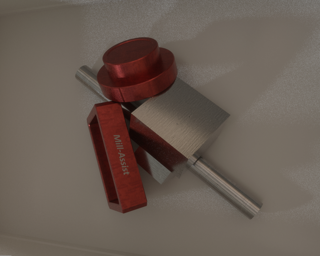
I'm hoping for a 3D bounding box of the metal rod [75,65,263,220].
[{"bbox_3d":[0.001,0.010,0.408,0.300,0.025,0.025,38,102,15],"label":"metal rod"}]

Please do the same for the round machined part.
[{"bbox_3d":[-0.031,-0.077,0.378,0.098,0.098,0.042,-2,130,19],"label":"round machined part"}]

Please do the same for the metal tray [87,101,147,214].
[{"bbox_3d":[-0.059,0.038,0.396,0.030,0.090,0.129,-13,84,-22],"label":"metal tray"}]

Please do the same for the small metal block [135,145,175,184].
[{"bbox_3d":[-0.002,0.042,0.395,0.050,0.050,0.025,40,103,15],"label":"small metal block"}]

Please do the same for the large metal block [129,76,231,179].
[{"bbox_3d":[0.021,-0.002,0.366,0.080,0.050,0.080,39,59,15],"label":"large metal block"}]
